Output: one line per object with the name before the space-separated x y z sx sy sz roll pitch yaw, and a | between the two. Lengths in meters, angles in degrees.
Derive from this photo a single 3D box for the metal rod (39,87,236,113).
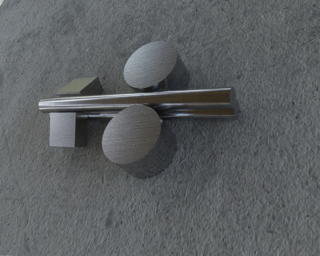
metal rod | -0.050 -0.035 0.421 0.300 0.025 0.025 0 62 28

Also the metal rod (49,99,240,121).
metal rod | -0.040 -0.023 0.441 0.300 0.025 0.025 0 62 28

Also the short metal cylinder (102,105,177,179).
short metal cylinder | -0.025 0.018 0.391 0.080 0.050 0.080 -13 56 21

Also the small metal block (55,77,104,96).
small metal block | -0.128 -0.058 0.497 0.050 0.025 0.050 0 35 28

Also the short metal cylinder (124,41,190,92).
short metal cylinder | -0.004 -0.075 0.437 0.080 0.050 0.080 -13 56 21

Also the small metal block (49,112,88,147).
small metal block | -0.137 0.003 0.463 0.050 0.025 0.050 1 89 28
